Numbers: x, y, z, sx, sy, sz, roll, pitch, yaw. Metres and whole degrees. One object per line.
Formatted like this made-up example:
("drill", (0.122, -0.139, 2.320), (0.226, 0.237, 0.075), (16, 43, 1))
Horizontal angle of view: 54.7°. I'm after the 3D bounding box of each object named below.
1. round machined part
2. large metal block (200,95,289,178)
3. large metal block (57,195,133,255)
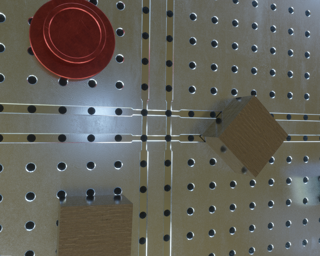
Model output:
("round machined part", (-0.101, -0.107, 0.366), (0.099, 0.042, 0.097), (0, 90, -20))
("large metal block", (0.121, 0.011, 0.444), (0.080, 0.050, 0.080), (46, 76, -14))
("large metal block", (-0.079, 0.126, 0.370), (0.081, 0.050, 0.080), (3, 89, -20))
